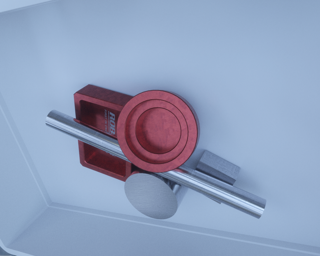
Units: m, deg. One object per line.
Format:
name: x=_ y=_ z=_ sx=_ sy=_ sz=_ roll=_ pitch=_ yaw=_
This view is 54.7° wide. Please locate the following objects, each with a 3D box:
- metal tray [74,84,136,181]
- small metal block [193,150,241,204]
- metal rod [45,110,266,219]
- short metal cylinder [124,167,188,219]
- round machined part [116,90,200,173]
metal tray: x=-0.073 y=0.010 z=0.445 sx=0.090 sy=0.030 sz=0.129 roll=17 pitch=125 yaw=18
small metal block: x=0.070 y=0.065 z=0.409 sx=0.050 sy=0.025 sz=0.050 roll=28 pitch=128 yaw=10
metal rod: x=-0.014 y=0.042 z=0.401 sx=0.301 sy=0.025 sz=0.025 roll=22 pitch=127 yaw=11
short metal cylinder: x=-0.003 y=0.082 z=0.440 sx=0.080 sy=0.050 sz=0.079 roll=13 pitch=124 yaw=20
round machined part: x=0.000 y=0.002 z=0.380 sx=0.098 sy=0.042 sz=0.097 roll=2 pitch=97 yaw=14
